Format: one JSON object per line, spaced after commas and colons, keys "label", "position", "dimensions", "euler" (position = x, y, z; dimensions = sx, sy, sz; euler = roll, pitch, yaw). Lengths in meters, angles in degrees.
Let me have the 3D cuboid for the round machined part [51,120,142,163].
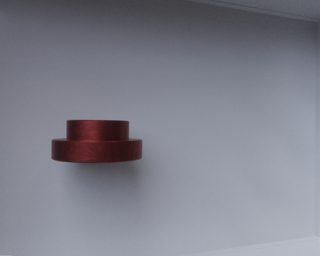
{"label": "round machined part", "position": [-0.069, 0.012, 0.346], "dimensions": [0.099, 0.098, 0.042], "euler": [1, 90, -20]}
